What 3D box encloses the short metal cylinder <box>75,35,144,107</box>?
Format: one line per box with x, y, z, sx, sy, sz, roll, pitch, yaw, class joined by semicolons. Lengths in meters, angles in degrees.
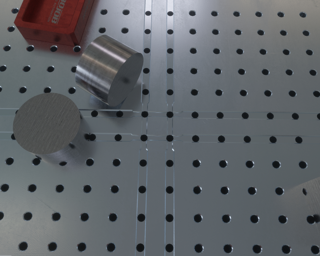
-0.065;-0.075;0.409;0.050;0.080;0.080;31;73;10;short metal cylinder

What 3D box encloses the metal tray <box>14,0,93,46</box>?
-0.156;-0.195;0.478;0.090;0.030;0.130;10;70;3;metal tray

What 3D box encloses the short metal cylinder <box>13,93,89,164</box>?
-0.136;0.002;0.397;0.081;0.050;0.080;0;70;0;short metal cylinder

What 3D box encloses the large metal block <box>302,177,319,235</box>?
0.216;0.091;0.351;0.050;0.080;0.080;-10;71;-4;large metal block
